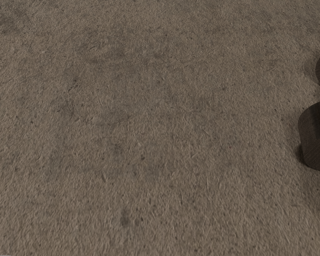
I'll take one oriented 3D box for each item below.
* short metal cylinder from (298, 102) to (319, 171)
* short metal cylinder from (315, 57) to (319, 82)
[{"bbox_3d":[0.208,0.010,0.362,0.080,0.080,0.050,7,50,5],"label":"short metal cylinder"},{"bbox_3d":[0.277,-0.095,0.451,0.080,0.080,0.050,28,56,21],"label":"short metal cylinder"}]
